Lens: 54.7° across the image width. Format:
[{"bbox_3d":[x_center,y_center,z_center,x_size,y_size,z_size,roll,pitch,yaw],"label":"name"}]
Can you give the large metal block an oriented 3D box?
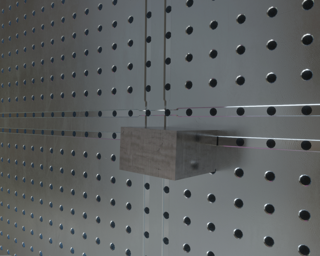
[{"bbox_3d":[0.011,0.025,0.363,0.080,0.081,0.050,4,93,39],"label":"large metal block"}]
